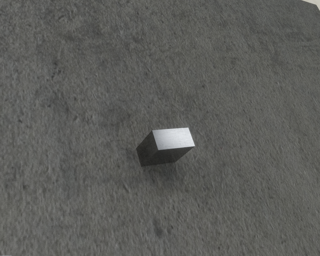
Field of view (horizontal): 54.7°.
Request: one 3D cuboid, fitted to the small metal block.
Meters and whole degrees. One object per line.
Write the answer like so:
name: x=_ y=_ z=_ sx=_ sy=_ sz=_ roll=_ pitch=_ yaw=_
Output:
small metal block: x=0.006 y=0.024 z=0.378 sx=0.050 sy=0.050 sz=0.025 roll=-4 pitch=64 yaw=-30
